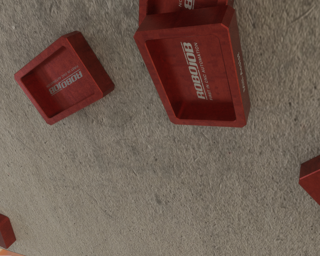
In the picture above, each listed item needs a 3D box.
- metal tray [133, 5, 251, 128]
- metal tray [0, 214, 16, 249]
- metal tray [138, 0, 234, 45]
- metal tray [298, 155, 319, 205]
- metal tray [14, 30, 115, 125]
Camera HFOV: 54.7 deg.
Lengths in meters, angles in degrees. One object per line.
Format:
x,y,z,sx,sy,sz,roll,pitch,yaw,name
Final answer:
0.039,-0.055,0.320,0.090,0.030,0.130,3,141,27,metal tray
-0.433,0.245,0.784,0.130,0.030,0.089,15,125,19,metal tray
0.028,-0.153,0.294,0.090,0.030,0.129,17,125,18,metal tray
0.228,0.075,0.330,0.130,0.030,0.090,46,129,-4,metal tray
-0.137,-0.065,0.435,0.130,0.030,0.090,-21,107,36,metal tray
